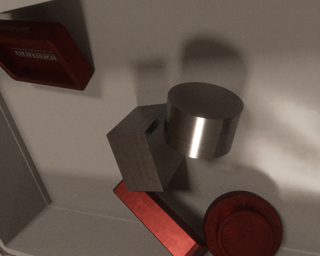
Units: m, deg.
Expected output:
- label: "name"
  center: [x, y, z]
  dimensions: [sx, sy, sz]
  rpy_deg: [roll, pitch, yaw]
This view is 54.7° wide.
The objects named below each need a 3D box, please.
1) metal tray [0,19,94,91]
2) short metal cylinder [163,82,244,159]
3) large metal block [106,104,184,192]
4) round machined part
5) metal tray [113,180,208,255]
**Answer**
- label: "metal tray"
  center: [-0.163, -0.095, 0.404]
  dimensions: [0.130, 0.030, 0.090]
  rpy_deg: [10, 152, 22]
- label: "short metal cylinder"
  center: [0.046, -0.010, 0.342]
  dimensions: [0.080, 0.080, 0.050]
  rpy_deg: [19, 126, 17]
- label: "large metal block"
  center: [-0.014, 0.023, 0.391]
  dimensions: [0.050, 0.080, 0.080]
  rpy_deg: [-4, 116, 27]
- label: "round machined part"
  center: [0.105, 0.133, 0.394]
  dimensions: [0.099, 0.042, 0.097]
  rpy_deg: [0, 91, 6]
- label: "metal tray"
  center: [0.003, 0.123, 0.419]
  dimensions: [0.130, 0.030, 0.090]
  rpy_deg: [40, 174, 27]
